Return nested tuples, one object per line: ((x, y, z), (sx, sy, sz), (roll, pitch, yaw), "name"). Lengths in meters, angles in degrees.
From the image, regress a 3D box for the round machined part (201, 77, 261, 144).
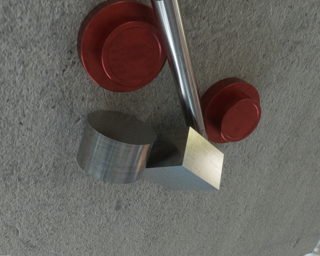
((0.104, -0.019, 0.441), (0.099, 0.042, 0.097), (-14, 124, -21), "round machined part")

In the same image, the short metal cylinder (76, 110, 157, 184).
((-0.050, 0.020, 0.356), (0.081, 0.080, 0.050), (7, 115, -32), "short metal cylinder")

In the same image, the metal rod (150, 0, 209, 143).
((0.039, -0.024, 0.382), (0.025, 0.025, 0.299), (-31, 138, -9), "metal rod")

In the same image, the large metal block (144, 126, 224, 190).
((0.025, 0.044, 0.404), (0.080, 0.080, 0.050), (37, 56, -39), "large metal block")

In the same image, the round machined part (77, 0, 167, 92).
((-0.033, -0.082, 0.327), (0.099, 0.042, 0.097), (-14, 124, -21), "round machined part")
